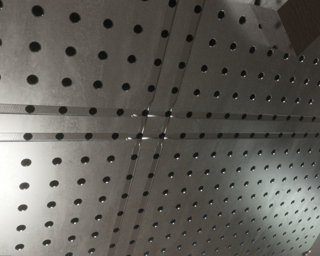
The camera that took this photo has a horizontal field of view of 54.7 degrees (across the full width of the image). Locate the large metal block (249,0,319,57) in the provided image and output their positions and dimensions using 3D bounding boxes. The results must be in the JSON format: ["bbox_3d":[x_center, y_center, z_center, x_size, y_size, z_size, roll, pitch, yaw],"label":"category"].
[{"bbox_3d":[0.175,-0.154,0.398,0.080,0.050,0.080,-45,130,3],"label":"large metal block"}]
